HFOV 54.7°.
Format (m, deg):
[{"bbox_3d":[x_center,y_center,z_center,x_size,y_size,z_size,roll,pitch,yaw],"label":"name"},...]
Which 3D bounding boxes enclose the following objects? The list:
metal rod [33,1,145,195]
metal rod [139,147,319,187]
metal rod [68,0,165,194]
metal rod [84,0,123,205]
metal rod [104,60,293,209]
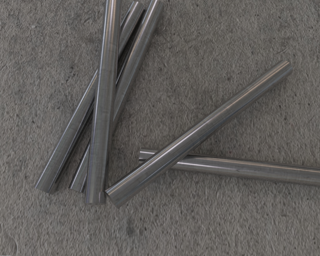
[{"bbox_3d":[-0.088,-0.054,0.426,0.025,0.025,0.300,20,71,7],"label":"metal rod"},{"bbox_3d":[0.125,0.053,0.389,0.302,0.025,0.025,6,70,2],"label":"metal rod"},{"bbox_3d":[-0.053,-0.055,0.427,0.025,0.025,0.300,18,71,6],"label":"metal rod"},{"bbox_3d":[-0.070,-0.055,0.399,0.025,0.025,0.299,1,70,0],"label":"metal rod"},{"bbox_3d":[0.062,-0.004,0.390,0.302,0.025,0.025,-35,74,-20],"label":"metal rod"}]
